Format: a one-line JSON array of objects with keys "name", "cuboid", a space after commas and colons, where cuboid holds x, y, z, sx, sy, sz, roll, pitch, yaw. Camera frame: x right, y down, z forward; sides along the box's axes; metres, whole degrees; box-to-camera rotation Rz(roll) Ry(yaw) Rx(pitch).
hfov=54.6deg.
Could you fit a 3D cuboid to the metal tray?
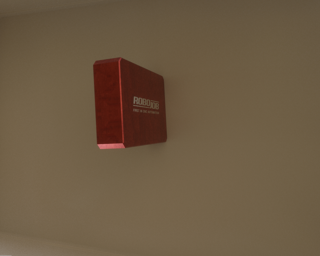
[{"name": "metal tray", "cuboid": [-0.029, -0.025, 0.365, 0.030, 0.130, 0.090, -3, 89, 20]}]
